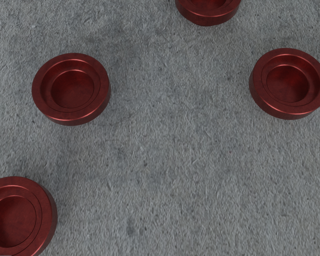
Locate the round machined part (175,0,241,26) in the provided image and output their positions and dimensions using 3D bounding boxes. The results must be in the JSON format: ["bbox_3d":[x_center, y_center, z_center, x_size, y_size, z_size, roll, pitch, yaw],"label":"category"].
[{"bbox_3d":[0.071,-0.195,0.471,0.099,0.042,0.098,0,70,0],"label":"round machined part"}]

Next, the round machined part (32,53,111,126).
[{"bbox_3d":[-0.115,-0.048,0.416,0.099,0.042,0.098,0,70,0],"label":"round machined part"}]

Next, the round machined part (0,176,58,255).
[{"bbox_3d":[-0.168,0.108,0.358,0.099,0.042,0.098,0,70,0],"label":"round machined part"}]

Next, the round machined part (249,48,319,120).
[{"bbox_3d":[0.170,-0.056,0.420,0.099,0.042,0.098,0,70,0],"label":"round machined part"}]
